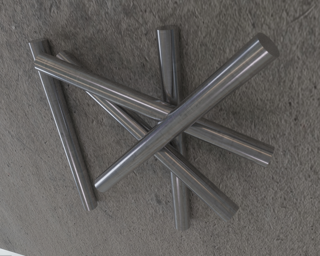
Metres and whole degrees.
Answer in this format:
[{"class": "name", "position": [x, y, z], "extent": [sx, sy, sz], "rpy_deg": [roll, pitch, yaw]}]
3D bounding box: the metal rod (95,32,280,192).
[{"class": "metal rod", "position": [0.002, 0.007, 0.344], "extent": [0.025, 0.025, 0.299], "rpy_deg": [46, 132, -4]}]

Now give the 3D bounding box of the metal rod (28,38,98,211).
[{"class": "metal rod", "position": [-0.146, 0.011, 0.490], "extent": [0.025, 0.025, 0.298], "rpy_deg": [5, 121, 25]}]

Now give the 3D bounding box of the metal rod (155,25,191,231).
[{"class": "metal rod", "position": [0.021, 0.021, 0.408], "extent": [0.025, 0.025, 0.298], "rpy_deg": [8, 122, 24]}]

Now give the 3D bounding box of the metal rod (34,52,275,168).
[{"class": "metal rod", "position": [-0.017, -0.027, 0.365], "extent": [0.301, 0.025, 0.025], "rpy_deg": [23, 127, 12]}]

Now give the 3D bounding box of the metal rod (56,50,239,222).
[{"class": "metal rod", "position": [-0.023, 0.004, 0.395], "extent": [0.300, 0.025, 0.025], "rpy_deg": [42, 130, 9]}]
